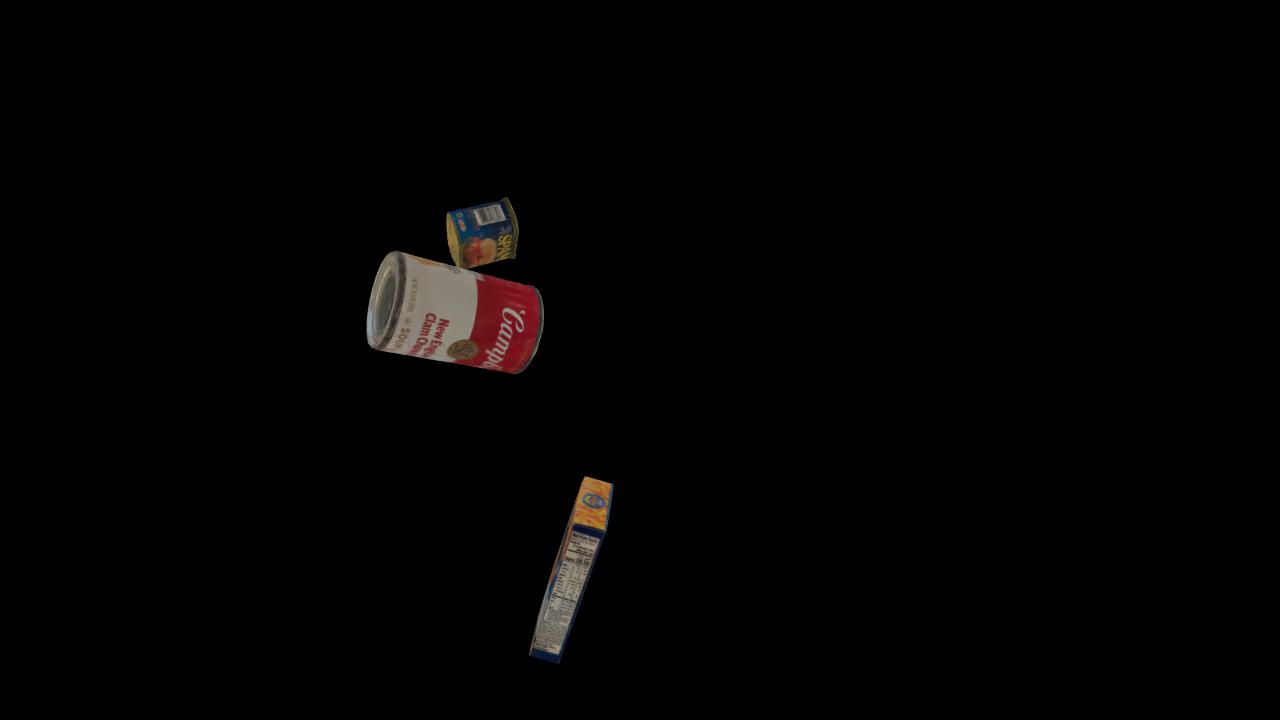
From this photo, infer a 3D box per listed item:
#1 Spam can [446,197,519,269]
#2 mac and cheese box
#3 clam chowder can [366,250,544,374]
[{"bbox_3d":[-0.222,-0.175,0.864,0.085,0.058,0.101,-19,-15,-21],"label":"Spam can"},{"bbox_3d":[-0.076,0.232,0.683,0.041,0.184,0.093,18,19,-3],"label":"mac and cheese box"},{"bbox_3d":[-0.127,-0.031,0.427,0.102,0.068,0.068,12,-7,-36],"label":"clam chowder can"}]
